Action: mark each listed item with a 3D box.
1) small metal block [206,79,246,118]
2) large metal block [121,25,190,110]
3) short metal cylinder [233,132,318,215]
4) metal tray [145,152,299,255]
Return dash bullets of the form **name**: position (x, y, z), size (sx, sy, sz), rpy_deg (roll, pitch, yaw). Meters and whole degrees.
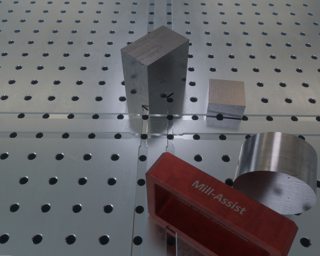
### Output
- **small metal block**: position (0.094, -0.043, 0.444), size (0.050, 0.025, 0.050), rpy_deg (6, 50, 4)
- **large metal block**: position (-0.006, -0.087, 0.445), size (0.050, 0.080, 0.080), rpy_deg (37, 59, 26)
- **short metal cylinder**: position (0.123, 0.049, 0.331), size (0.080, 0.080, 0.050), rpy_deg (15, 52, 12)
- **metal tray**: position (0.049, 0.086, 0.293), size (0.130, 0.089, 0.030), rpy_deg (28, 56, 21)
